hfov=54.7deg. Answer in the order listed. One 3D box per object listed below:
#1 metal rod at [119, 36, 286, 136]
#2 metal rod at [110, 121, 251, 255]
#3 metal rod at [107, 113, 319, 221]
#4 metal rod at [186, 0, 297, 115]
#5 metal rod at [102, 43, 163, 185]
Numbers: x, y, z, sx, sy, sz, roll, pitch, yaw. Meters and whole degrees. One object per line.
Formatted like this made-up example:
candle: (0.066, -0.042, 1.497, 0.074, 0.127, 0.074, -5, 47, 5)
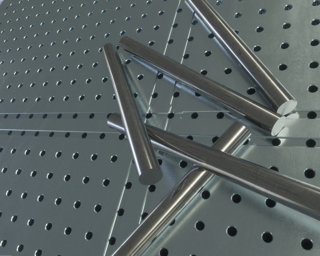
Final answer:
metal rod: (0.036, -0.073, 0.432, 0.025, 0.025, 0.300, -49, 52, -6)
metal rod: (-0.008, 0.109, 0.344, 0.300, 0.025, 0.025, -46, 52, -5)
metal rod: (0.035, 0.026, 0.342, 0.300, 0.025, 0.025, 20, 72, 45)
metal rod: (0.093, -0.131, 0.438, 0.025, 0.025, 0.300, -31, 52, 8)
metal rod: (-0.048, -0.043, 0.424, 0.025, 0.025, 0.300, -31, 41, 8)
